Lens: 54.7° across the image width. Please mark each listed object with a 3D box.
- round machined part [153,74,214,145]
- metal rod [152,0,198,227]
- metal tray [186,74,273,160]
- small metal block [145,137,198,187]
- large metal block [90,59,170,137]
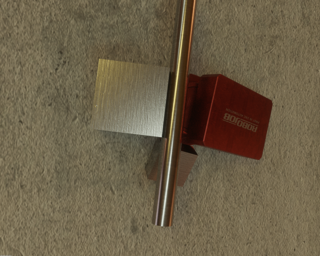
[{"bbox_3d":[0.037,-0.025,0.415,0.099,0.042,0.097,0,90,-20],"label":"round machined part"},{"bbox_3d":[0.020,-0.036,0.373,0.025,0.025,0.298,8,85,-20],"label":"metal rod"},{"bbox_3d":[0.099,-0.011,0.421,0.131,0.030,0.090,16,85,-40],"label":"metal tray"},{"bbox_3d":[0.014,0.045,0.405,0.050,0.025,0.050,17,110,-19],"label":"small metal block"},{"bbox_3d":[-0.034,-0.033,0.373,0.081,0.050,0.080,7,88,-2],"label":"large metal block"}]
